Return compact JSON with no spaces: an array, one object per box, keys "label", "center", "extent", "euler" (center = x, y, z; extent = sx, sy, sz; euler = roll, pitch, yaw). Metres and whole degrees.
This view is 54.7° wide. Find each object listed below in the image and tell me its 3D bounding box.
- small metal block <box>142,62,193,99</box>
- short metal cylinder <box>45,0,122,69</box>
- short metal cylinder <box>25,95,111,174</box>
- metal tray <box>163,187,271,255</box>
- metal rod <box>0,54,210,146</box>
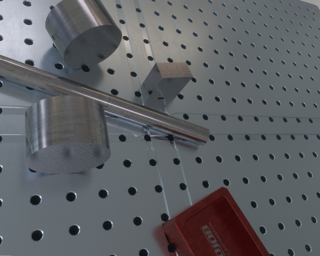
[{"label":"small metal block","center":[0.010,-0.067,0.439],"extent":[0.050,0.050,0.025],"euler":[-8,66,-32]},{"label":"short metal cylinder","center":[-0.096,-0.121,0.395],"extent":[0.081,0.080,0.050],"euler":[-23,74,-36]},{"label":"short metal cylinder","center":[-0.094,0.009,0.317],"extent":[0.081,0.080,0.050],"euler":[1,62,-28]},{"label":"metal tray","center":[0.074,0.145,0.356],"extent":[0.091,0.030,0.130],"euler":[-22,74,-36]},{"label":"metal rod","center":[-0.073,-0.034,0.389],"extent":[0.302,0.025,0.025],"euler":[19,55,-17]}]
